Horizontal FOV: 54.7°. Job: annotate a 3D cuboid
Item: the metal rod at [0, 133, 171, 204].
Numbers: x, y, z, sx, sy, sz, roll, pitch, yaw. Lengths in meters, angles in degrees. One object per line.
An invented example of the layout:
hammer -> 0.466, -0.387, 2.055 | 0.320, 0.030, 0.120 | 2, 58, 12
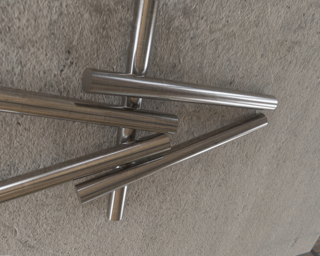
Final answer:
metal rod -> -0.132, 0.058, 0.355 | 0.302, 0.025, 0.025 | -17, 126, -13

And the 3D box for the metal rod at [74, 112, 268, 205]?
metal rod -> 0.032, 0.033, 0.428 | 0.302, 0.025, 0.025 | -19, 127, -25

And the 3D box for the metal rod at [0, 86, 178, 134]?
metal rod -> -0.118, -0.023, 0.312 | 0.302, 0.025, 0.025 | 8, 115, -26

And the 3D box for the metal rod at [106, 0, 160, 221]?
metal rod -> -0.039, -0.004, 0.386 | 0.025, 0.025, 0.298 | -3, 120, -27

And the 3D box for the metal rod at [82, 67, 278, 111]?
metal rod -> 0.050, -0.043, 0.390 | 0.302, 0.025, 0.025 | 2, 118, -37
